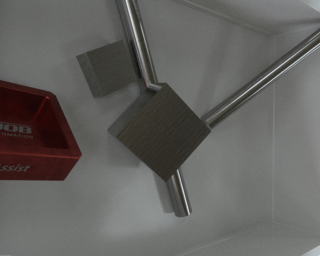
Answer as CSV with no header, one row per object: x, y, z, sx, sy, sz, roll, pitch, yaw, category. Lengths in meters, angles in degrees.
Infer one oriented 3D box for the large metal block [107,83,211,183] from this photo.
-0.002,0.003,0.367,0.080,0.050,0.080,-48,110,-9,large metal block

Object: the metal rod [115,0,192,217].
-0.005,-0.021,0.404,0.025,0.025,0.298,-25,106,-38,metal rod

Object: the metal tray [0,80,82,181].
-0.137,-0.003,0.243,0.131,0.090,0.030,11,125,-46,metal tray

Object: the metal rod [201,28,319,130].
0.190,-0.095,0.488,0.301,0.025,0.025,-37,116,-7,metal rod

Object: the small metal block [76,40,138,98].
-0.060,-0.069,0.358,0.050,0.025,0.050,-32,110,-36,small metal block
